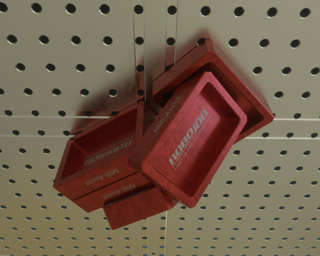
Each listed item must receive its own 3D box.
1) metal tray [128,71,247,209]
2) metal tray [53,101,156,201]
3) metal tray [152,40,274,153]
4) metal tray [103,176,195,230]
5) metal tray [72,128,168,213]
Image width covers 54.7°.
[{"bbox_3d":[0.036,0.012,0.348,0.090,0.030,0.130,43,73,-30],"label":"metal tray"},{"bbox_3d":[-0.067,0.028,0.391,0.130,0.090,0.030,-26,126,20],"label":"metal tray"},{"bbox_3d":[0.066,-0.032,0.380,0.090,0.030,0.130,-36,122,26],"label":"metal tray"},{"bbox_3d":[-0.007,0.093,0.430,0.090,0.131,0.030,-25,84,20],"label":"metal tray"},{"bbox_3d":[-0.050,0.048,0.407,0.130,0.090,0.030,-26,126,20],"label":"metal tray"}]
